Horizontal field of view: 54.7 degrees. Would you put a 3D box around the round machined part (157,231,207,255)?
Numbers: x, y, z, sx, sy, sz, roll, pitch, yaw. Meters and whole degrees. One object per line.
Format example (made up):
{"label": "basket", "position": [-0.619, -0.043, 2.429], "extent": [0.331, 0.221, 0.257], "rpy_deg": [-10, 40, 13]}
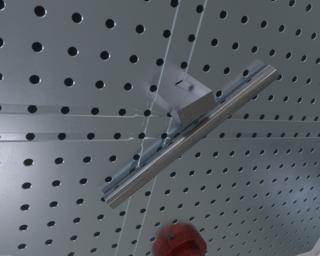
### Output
{"label": "round machined part", "position": [0.046, 0.242, 0.575], "extent": [0.099, 0.042, 0.097], "rpy_deg": [-14, 124, -21]}

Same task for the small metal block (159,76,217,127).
{"label": "small metal block", "position": [0.035, -0.035, 0.393], "extent": [0.050, 0.050, 0.025], "rpy_deg": [-31, 129, -9]}

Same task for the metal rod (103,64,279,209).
{"label": "metal rod", "position": [0.046, 0.011, 0.442], "extent": [0.301, 0.025, 0.025], "rpy_deg": [-38, 129, -3]}
